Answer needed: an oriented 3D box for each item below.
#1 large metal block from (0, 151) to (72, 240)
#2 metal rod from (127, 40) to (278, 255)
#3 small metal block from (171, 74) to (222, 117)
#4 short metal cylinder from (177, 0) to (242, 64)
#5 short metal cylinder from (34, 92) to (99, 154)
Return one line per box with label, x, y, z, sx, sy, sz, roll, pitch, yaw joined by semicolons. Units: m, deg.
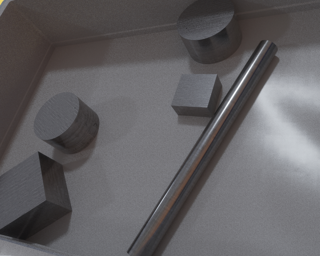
large metal block;-0.176;0.093;0.423;0.080;0.050;0.080;-33;52;6
metal rod;0.057;0.018;0.364;0.025;0.025;0.300;25;75;36
small metal block;0.048;-0.043;0.406;0.050;0.025;0.050;6;64;30
short metal cylinder;0.070;-0.138;0.436;0.080;0.050;0.080;-13;57;21
short metal cylinder;-0.139;-0.007;0.465;0.080;0.050;0.080;-13;56;20
